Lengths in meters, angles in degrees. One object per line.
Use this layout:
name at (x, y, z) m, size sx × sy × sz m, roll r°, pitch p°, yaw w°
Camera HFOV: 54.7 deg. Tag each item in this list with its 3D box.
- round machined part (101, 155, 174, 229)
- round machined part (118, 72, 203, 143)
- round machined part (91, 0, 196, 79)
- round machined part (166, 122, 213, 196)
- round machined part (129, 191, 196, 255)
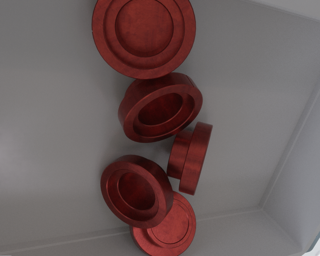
round machined part at (-0.026, 0.079, 0.409) m, size 0.042 × 0.098 × 0.097 m, roll -38°, pitch 143°, yaw -55°
round machined part at (-0.003, -0.029, 0.364) m, size 0.099 × 0.042 × 0.098 m, roll -19°, pitch 147°, yaw -13°
round machined part at (-0.016, -0.102, 0.311) m, size 0.099 × 0.042 × 0.097 m, roll -1°, pitch 116°, yaw -2°
round machined part at (0.038, 0.038, 0.419) m, size 0.042 × 0.098 × 0.097 m, roll 15°, pitch 118°, yaw 10°
round machined part at (0.008, 0.138, 0.450) m, size 0.099 × 0.098 × 0.042 m, roll -13°, pitch 167°, yaw -22°
